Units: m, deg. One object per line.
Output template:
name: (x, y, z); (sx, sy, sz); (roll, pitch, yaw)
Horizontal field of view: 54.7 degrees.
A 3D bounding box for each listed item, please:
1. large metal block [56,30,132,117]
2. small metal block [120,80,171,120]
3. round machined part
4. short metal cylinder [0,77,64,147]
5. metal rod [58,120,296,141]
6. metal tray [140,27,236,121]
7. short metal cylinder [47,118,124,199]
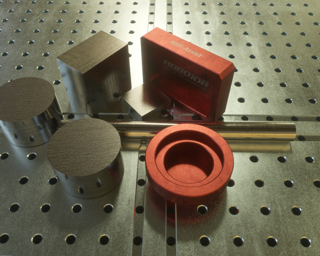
large metal block: (-0.088, -0.076, 0.435); (0.050, 0.080, 0.080); (32, 57, 23)
small metal block: (-0.020, -0.034, 0.436); (0.050, 0.025, 0.050); (-32, 57, -24)
round machined part: (0.033, 0.045, 0.359); (0.099, 0.042, 0.098); (0, 50, 0)
short metal cylinder: (-0.173, -0.022, 0.408); (0.080, 0.050, 0.080); (0, 50, 0)
metal rod: (0.022, 0.003, 0.405); (0.302, 0.025, 0.025); (1, 50, 0)
metal tray: (0.033, -0.072, 0.425); (0.130, 0.090, 0.030); (33, 58, 24)
short metal cylinder: (-0.084, 0.035, 0.361); (0.080, 0.050, 0.080); (0, 50, 0)
